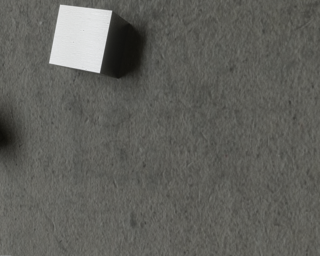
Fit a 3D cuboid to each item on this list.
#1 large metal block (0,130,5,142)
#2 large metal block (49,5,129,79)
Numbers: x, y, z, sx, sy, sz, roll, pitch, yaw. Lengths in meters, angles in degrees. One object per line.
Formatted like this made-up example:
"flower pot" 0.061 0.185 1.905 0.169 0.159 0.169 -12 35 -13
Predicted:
"large metal block" -0.310 -0.001 0.487 0.050 0.080 0.080 -37 79 16
"large metal block" -0.097 -0.118 0.429 0.080 0.050 0.079 14 95 19
